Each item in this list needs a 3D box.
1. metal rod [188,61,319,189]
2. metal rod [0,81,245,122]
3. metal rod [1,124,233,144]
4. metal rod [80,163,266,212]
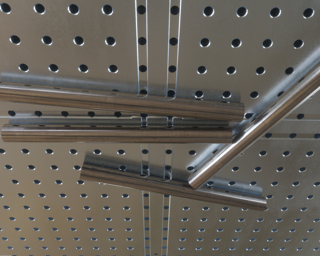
[{"bbox_3d":[0.138,-0.009,0.404,0.025,0.025,0.299,28,125,-22],"label":"metal rod"},{"bbox_3d":[-0.046,-0.032,0.383,0.302,0.025,0.025,5,130,-4],"label":"metal rod"},{"bbox_3d":[-0.056,0.008,0.417,0.302,0.025,0.025,0,130,-1],"label":"metal rod"},{"bbox_3d":[0.027,0.096,0.493,0.302,0.025,0.025,12,129,-11],"label":"metal rod"}]
